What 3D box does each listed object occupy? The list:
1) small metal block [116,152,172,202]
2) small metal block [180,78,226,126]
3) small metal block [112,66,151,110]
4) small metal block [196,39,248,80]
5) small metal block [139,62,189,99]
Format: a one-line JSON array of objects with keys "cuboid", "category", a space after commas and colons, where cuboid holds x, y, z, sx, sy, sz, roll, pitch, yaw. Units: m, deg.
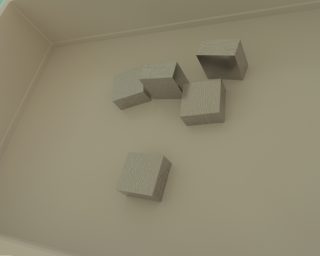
[{"cuboid": [-0.019, 0.059, 0.378, 0.050, 0.025, 0.050, 3, 63, 29], "category": "small metal block"}, {"cuboid": [0.056, -0.032, 0.396, 0.050, 0.025, 0.050, -6, 59, 25], "category": "small metal block"}, {"cuboid": [-0.042, -0.060, 0.463, 0.050, 0.025, 0.050, -15, 56, 19], "category": "small metal block"}, {"cuboid": [0.081, -0.088, 0.400, 0.050, 0.050, 0.025, 9, 66, 31], "category": "small metal block"}, {"cuboid": [0.007, -0.063, 0.424, 0.050, 0.050, 0.025, 2, 63, 29], "category": "small metal block"}]
